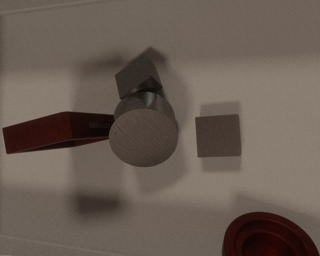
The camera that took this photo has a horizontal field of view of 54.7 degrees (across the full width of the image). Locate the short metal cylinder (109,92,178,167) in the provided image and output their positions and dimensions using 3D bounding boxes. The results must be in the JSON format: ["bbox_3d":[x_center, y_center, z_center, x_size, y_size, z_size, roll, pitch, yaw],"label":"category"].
[{"bbox_3d":[-0.020,0.001,0.384,0.081,0.050,0.079,-1,119,-1],"label":"short metal cylinder"}]

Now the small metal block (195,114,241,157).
[{"bbox_3d":[0.073,0.010,0.385,0.050,0.025,0.050,-4,89,19],"label":"small metal block"}]

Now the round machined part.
[{"bbox_3d":[0.118,0.144,0.339,0.098,0.098,0.042,14,128,19],"label":"round machined part"}]

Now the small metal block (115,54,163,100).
[{"bbox_3d":[-0.029,-0.062,0.407,0.050,0.025,0.050,-33,46,16],"label":"small metal block"}]

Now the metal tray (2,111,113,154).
[{"bbox_3d":[-0.115,0.006,0.394,0.090,0.130,0.030,-13,86,19],"label":"metal tray"}]
